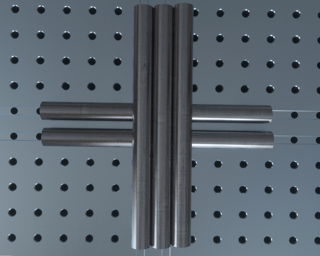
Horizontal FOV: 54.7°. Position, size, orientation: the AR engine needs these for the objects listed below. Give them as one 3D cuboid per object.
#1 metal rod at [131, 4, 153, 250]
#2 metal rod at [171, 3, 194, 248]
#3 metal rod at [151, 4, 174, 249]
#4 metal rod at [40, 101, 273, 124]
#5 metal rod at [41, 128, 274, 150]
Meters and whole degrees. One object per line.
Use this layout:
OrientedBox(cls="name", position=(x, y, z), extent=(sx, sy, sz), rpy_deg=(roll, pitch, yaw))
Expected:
OrientedBox(cls="metal rod", position=(-0.022, -0.001, 0.388), extent=(0.025, 0.025, 0.298), rpy_deg=(1, 90, -1))
OrientedBox(cls="metal rod", position=(0.028, -0.003, 0.389), extent=(0.025, 0.025, 0.298), rpy_deg=(1, 90, -1))
OrientedBox(cls="metal rod", position=(0.003, -0.002, 0.389), extent=(0.025, 0.025, 0.298), rpy_deg=(1, 90, -1))
OrientedBox(cls="metal rod", position=(-0.004, -0.021, 0.413), extent=(0.302, 0.025, 0.025), rpy_deg=(1, 90, -1))
OrientedBox(cls="metal rod", position=(-0.002, 0.014, 0.414), extent=(0.302, 0.025, 0.025), rpy_deg=(1, 90, -1))
